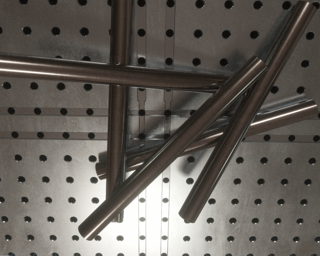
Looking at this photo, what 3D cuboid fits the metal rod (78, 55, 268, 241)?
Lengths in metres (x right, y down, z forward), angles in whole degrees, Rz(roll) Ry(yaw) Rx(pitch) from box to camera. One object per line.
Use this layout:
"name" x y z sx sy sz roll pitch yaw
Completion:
"metal rod" 0.011 0.029 0.378 0.300 0.025 0.025 -45 105 7

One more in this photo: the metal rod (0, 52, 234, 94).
"metal rod" -0.039 -0.059 0.353 0.302 0.025 0.025 2 111 -17

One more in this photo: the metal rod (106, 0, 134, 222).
"metal rod" -0.052 -0.022 0.387 0.025 0.025 0.298 4 104 -2

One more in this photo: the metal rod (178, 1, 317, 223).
"metal rod" 0.104 -0.012 0.387 0.025 0.025 0.298 26 99 -10

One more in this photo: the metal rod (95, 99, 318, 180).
"metal rod" 0.058 0.017 0.420 0.301 0.025 0.025 -17 110 5
